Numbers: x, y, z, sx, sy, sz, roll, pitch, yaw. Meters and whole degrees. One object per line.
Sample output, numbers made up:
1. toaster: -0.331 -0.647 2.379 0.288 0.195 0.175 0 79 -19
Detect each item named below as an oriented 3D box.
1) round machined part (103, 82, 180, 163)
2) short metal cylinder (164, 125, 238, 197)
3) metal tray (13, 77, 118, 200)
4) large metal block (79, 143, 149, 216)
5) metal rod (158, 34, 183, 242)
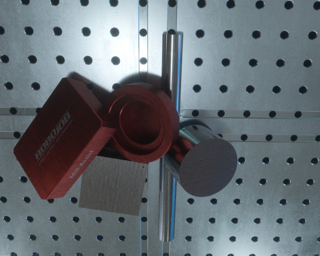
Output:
1. round machined part: -0.021 -0.009 0.387 0.098 0.042 0.097 9 111 24
2. short metal cylinder: 0.052 0.042 0.402 0.081 0.050 0.079 -7 112 -19
3. metal tray: -0.122 0.014 0.388 0.130 0.030 0.090 -50 65 15
4. large metal block: -0.061 0.067 0.424 0.081 0.050 0.079 10 110 -4
5. metal rod: 0.013 0.027 0.424 0.025 0.025 0.298 1 110 -1
